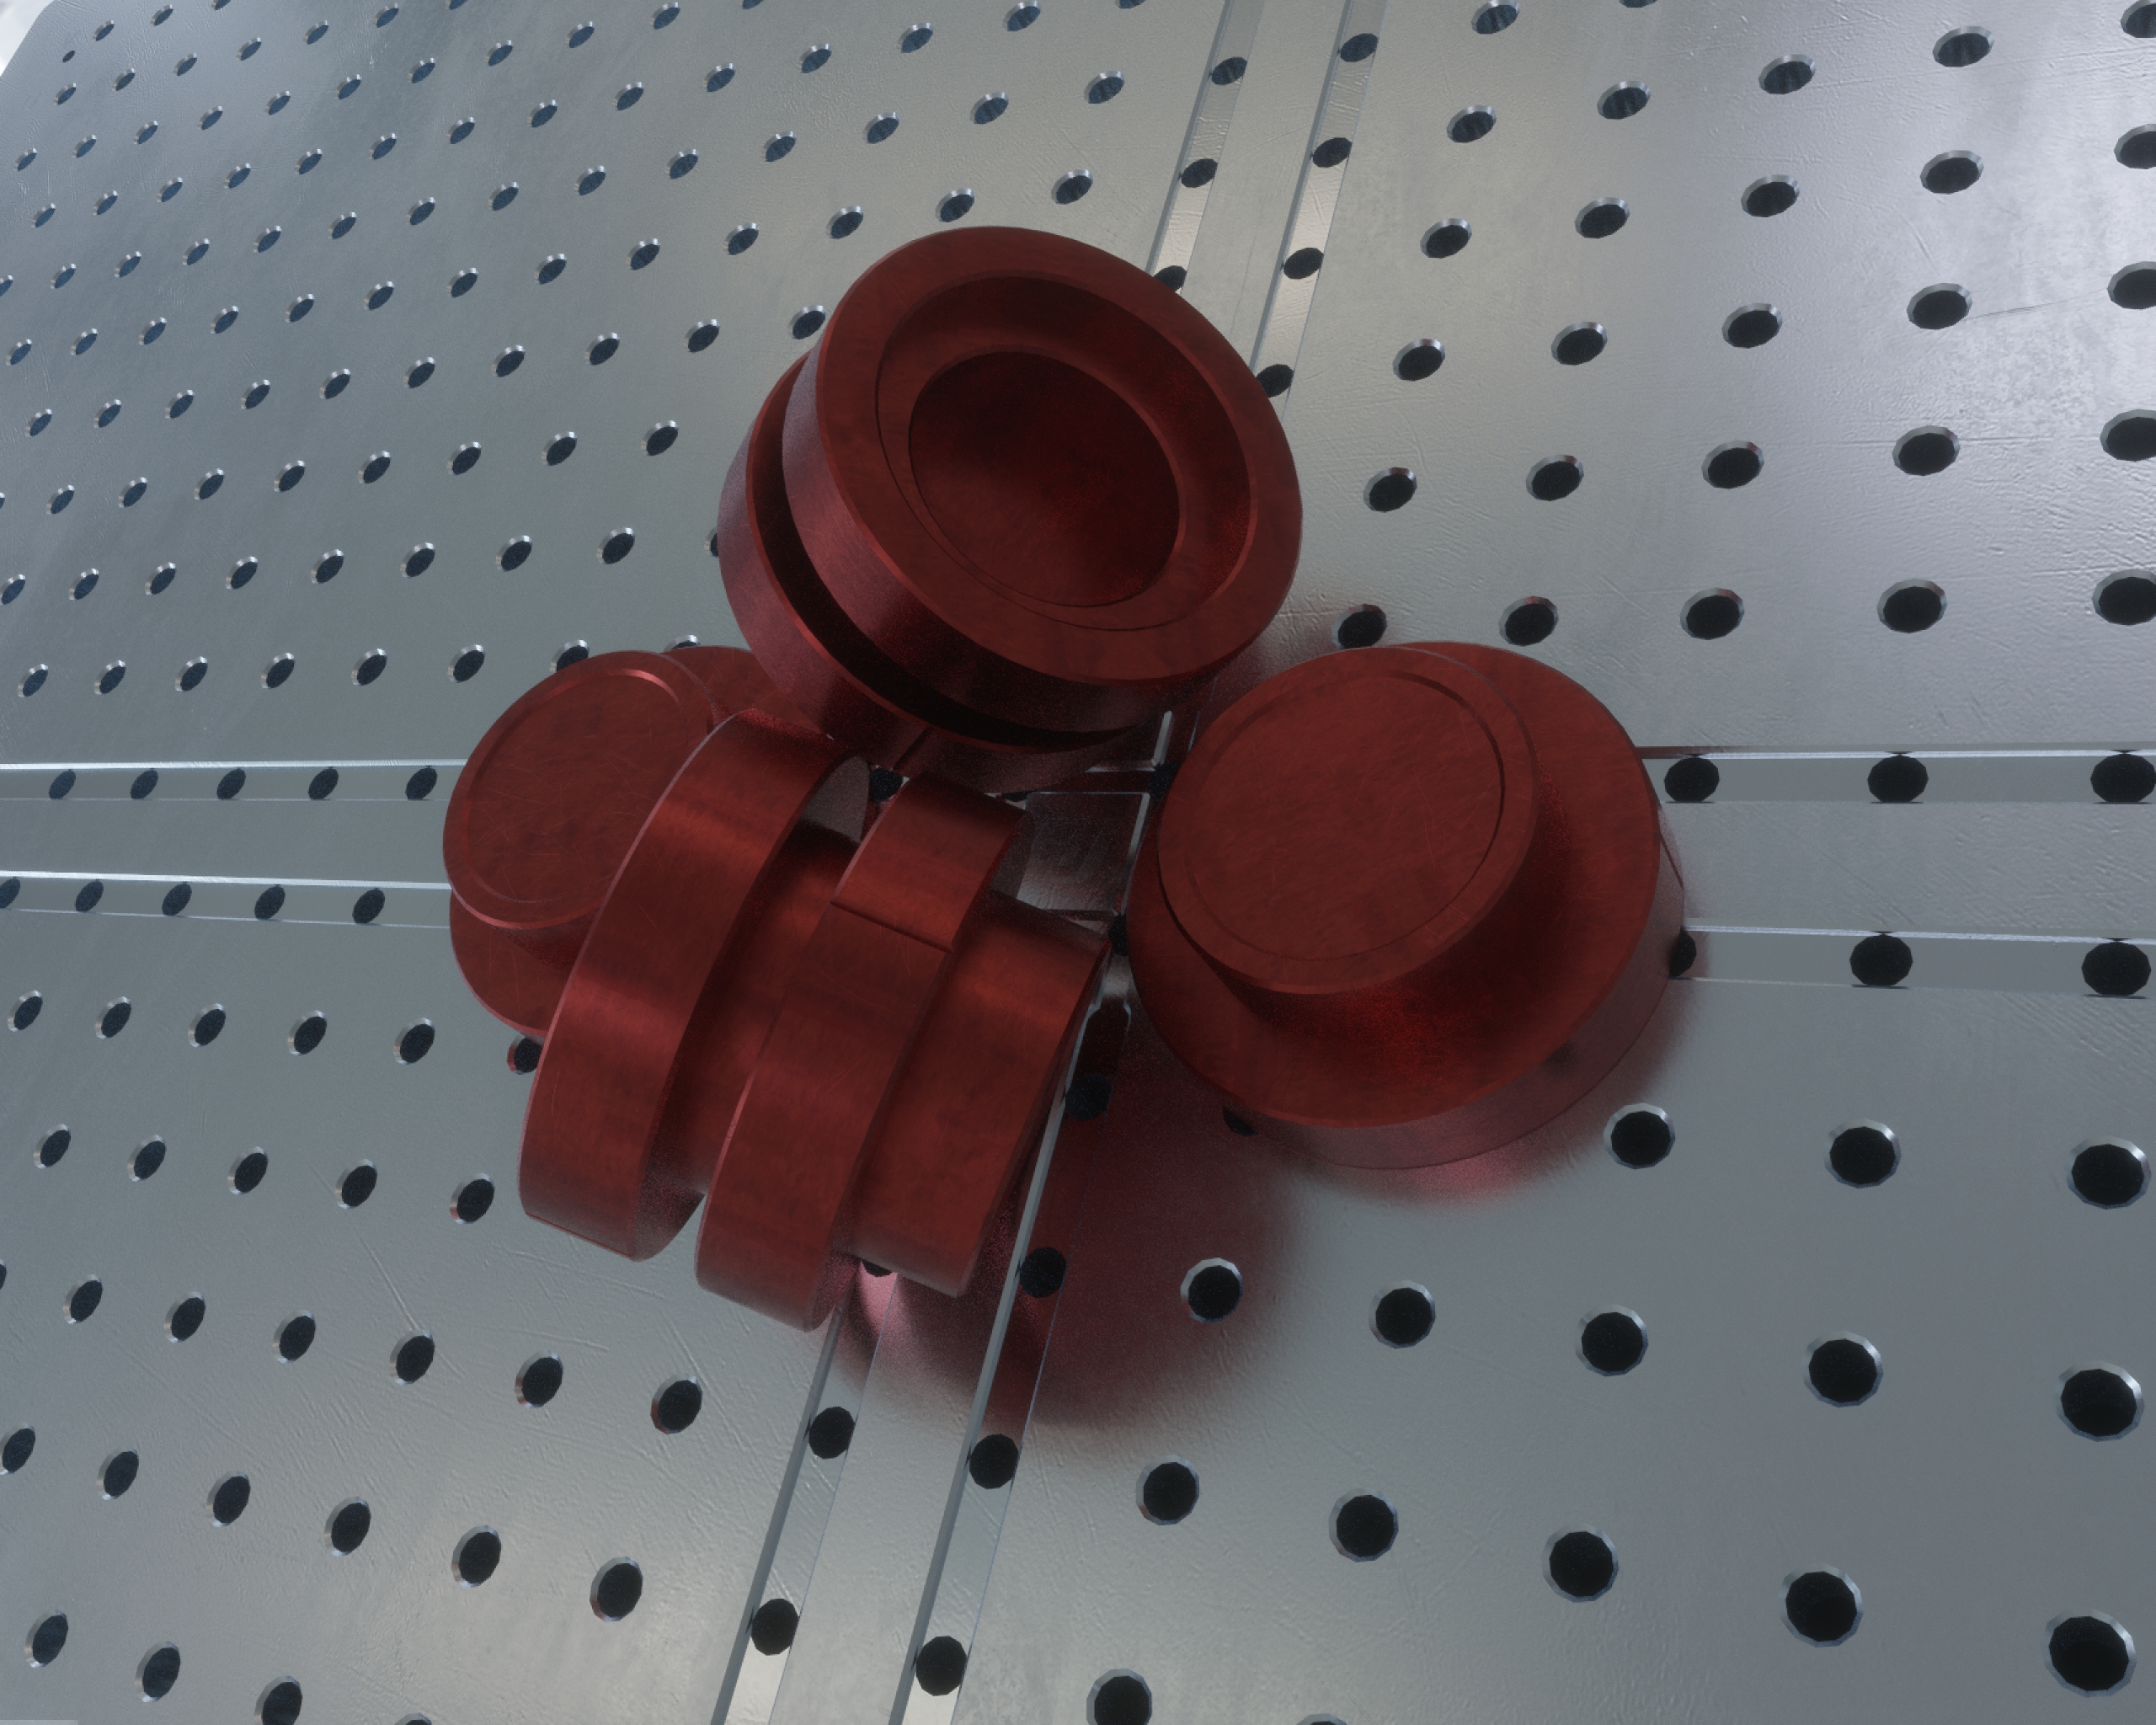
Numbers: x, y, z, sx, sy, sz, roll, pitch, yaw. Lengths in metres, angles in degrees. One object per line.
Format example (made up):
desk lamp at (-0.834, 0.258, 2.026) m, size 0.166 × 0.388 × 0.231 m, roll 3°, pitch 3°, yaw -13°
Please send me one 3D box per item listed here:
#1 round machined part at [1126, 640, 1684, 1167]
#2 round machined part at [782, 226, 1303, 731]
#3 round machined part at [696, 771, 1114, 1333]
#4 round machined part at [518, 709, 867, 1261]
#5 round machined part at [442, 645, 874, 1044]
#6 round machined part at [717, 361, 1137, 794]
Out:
round machined part at (0.053, 0.001, 0.370) m, size 0.098 × 0.042 × 0.098 m, roll -13°, pitch 56°, yaw 21°
round machined part at (-0.010, -0.069, 0.401) m, size 0.042 × 0.099 × 0.098 m, roll -41°, pitch 35°, yaw 56°
round machined part at (-0.026, 0.037, 0.365) m, size 0.042 × 0.098 × 0.098 m, roll 23°, pitch 71°, yaw 3°
round machined part at (-0.056, 0.026, 0.370) m, size 0.042 × 0.098 × 0.098 m, roll 22°, pitch 71°, yaw 3°
round machined part at (-0.097, -0.007, 0.453) m, size 0.098 × 0.042 × 0.098 m, roll -13°, pitch 56°, yaw 21°
round machined part at (-0.026, -0.058, 0.426) m, size 0.042 × 0.099 × 0.098 m, roll -41°, pitch 35°, yaw 56°
